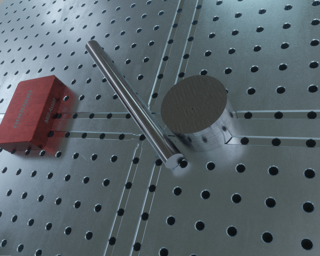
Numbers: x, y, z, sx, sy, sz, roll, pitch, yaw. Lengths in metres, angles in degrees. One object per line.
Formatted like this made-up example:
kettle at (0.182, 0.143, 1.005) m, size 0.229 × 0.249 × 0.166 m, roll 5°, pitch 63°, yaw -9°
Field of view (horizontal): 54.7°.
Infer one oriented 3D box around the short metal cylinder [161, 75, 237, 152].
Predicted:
short metal cylinder at (0.048, -0.017, 0.377) m, size 0.080 × 0.050 × 0.080 m, roll -13°, pitch 56°, yaw 20°

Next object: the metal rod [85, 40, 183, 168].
metal rod at (-0.053, -0.054, 0.467) m, size 0.025 × 0.025 × 0.300 m, roll -38°, pitch 51°, yaw 2°

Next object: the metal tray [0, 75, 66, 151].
metal tray at (-0.224, -0.026, 0.536) m, size 0.090 × 0.030 × 0.130 m, roll -5°, pitch 59°, yaw 25°
